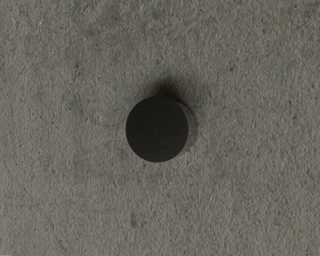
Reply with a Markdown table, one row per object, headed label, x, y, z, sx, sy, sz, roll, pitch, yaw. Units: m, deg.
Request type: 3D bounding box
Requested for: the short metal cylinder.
| label | x | y | z | sx | sy | sz | roll | pitch | yaw |
| --- | --- | --- | --- | --- | --- | --- | --- | --- | --- |
| short metal cylinder | 0.004 | 0.002 | 0.395 | 0.080 | 0.050 | 0.079 | 0 | 90 | 19 |
